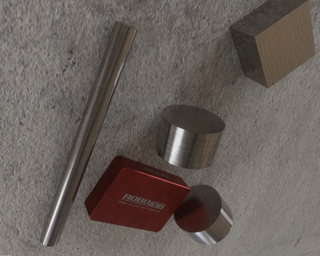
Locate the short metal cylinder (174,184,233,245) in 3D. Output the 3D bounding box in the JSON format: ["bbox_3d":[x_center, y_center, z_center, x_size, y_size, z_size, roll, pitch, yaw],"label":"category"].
[{"bbox_3d":[0.069,0.138,0.494,0.080,0.080,0.050,-39,129,-2],"label":"short metal cylinder"}]

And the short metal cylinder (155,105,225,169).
[{"bbox_3d":[0.038,0.009,0.398,0.081,0.080,0.050,-3,120,-27],"label":"short metal cylinder"}]

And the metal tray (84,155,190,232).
[{"bbox_3d":[-0.030,0.100,0.449,0.131,0.030,0.090,25,104,-37],"label":"metal tray"}]

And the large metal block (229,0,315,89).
[{"bbox_3d":[0.147,-0.112,0.401,0.080,0.050,0.080,-35,129,-5],"label":"large metal block"}]

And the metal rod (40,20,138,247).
[{"bbox_3d":[-0.092,0.022,0.370,0.025,0.025,0.298,11,113,-33],"label":"metal rod"}]
